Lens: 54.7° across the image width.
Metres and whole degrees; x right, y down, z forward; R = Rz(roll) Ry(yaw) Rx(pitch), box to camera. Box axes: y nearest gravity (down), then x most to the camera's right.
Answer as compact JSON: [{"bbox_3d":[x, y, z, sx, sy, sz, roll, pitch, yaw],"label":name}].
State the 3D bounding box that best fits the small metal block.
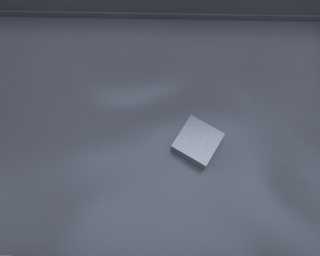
[{"bbox_3d":[0.049,0.019,0.403,0.050,0.025,0.050,30,73,10],"label":"small metal block"}]
